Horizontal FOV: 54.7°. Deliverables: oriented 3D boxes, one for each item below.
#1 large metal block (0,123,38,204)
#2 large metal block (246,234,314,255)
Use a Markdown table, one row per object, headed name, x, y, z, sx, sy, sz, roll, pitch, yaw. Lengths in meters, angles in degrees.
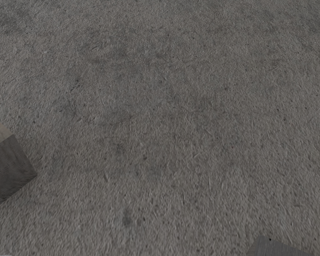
| name | x | y | z | sx | sy | sz | roll | pitch | yaw |
| --- | --- | --- | --- | --- | --- | --- | --- | --- | --- |
| large metal block | -0.193 | 0.026 | 0.344 | 0.080 | 0.080 | 0.050 | 33 | 58 | 24 |
| large metal block | 0.109 | 0.151 | 0.261 | 0.080 | 0.050 | 0.080 | 19 | 52 | 15 |
